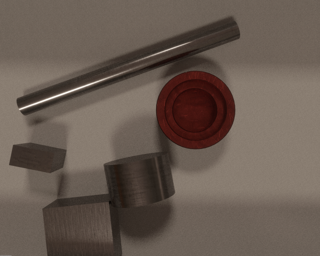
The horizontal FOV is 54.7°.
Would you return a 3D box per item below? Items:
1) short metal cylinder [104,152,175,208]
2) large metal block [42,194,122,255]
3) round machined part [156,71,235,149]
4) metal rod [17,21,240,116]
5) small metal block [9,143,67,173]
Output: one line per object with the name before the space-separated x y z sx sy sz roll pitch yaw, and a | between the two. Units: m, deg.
short metal cylinder | -0.025 0.062 0.384 0.080 0.080 0.050 -10 90 0
large metal block | -0.097 0.132 0.397 0.080 0.050 0.079 -6 90 1
round machined part | 0.044 -0.023 0.404 0.099 0.042 0.097 0 90 -1
metal rod | -0.040 -0.079 0.410 0.302 0.025 0.025 -20 90 -1
small metal block | -0.154 0.037 0.397 0.050 0.050 0.025 11 90 -1
